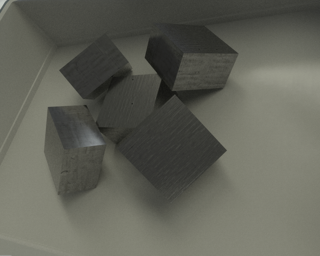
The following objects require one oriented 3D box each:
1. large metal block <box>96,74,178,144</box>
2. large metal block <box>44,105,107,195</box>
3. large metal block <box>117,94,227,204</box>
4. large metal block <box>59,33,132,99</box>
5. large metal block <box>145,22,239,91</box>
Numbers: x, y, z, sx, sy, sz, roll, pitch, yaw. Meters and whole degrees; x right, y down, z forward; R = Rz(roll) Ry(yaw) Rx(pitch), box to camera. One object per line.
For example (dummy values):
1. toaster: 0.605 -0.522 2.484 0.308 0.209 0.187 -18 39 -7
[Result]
1. large metal block: -0.030 -0.024 0.417 0.080 0.050 0.080 1 62 28
2. large metal block: -0.114 0.027 0.405 0.080 0.050 0.079 55 138 39
3. large metal block: 0.011 0.021 0.341 0.080 0.050 0.080 -43 96 -3
4. large metal block: -0.090 -0.087 0.459 0.080 0.080 0.050 -39 94 2
5. large metal block: 0.038 -0.093 0.398 0.081 0.050 0.080 -7 43 -29
